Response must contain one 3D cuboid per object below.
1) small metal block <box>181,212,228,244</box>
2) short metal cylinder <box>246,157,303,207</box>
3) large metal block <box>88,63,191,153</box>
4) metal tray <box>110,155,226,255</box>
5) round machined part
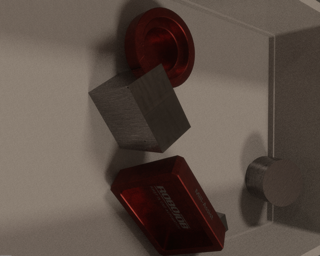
[{"bbox_3d":[0.061,0.141,0.444,0.050,0.050,0.025,-22,105,-38],"label":"small metal block"},{"bbox_3d":[0.199,0.092,0.544,0.081,0.050,0.079,0,91,-18],"label":"short metal cylinder"},{"bbox_3d":[-0.024,-0.021,0.353,0.050,0.080,0.080,-41,115,-33],"label":"large metal block"},{"bbox_3d":[0.012,0.099,0.374,0.130,0.090,0.030,59,30,-24],"label":"metal tray"},{"bbox_3d":[-0.005,-0.098,0.393,0.099,0.042,0.097,0,90,-40],"label":"round machined part"}]
